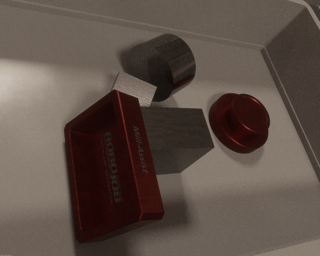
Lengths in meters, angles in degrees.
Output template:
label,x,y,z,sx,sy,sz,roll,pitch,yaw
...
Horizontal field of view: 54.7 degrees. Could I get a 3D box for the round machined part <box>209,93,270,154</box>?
label,x,y,z,sx,sy,sz,roll,pitch,yaw
round machined part,0.128,-0.014,0.474,0.099,0.042,0.098,14,56,-21

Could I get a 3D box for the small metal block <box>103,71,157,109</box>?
label,x,y,z,sx,sy,sz,roll,pitch,yaw
small metal block,-0.038,-0.038,0.396,0.050,0.025,0.050,22,84,-15

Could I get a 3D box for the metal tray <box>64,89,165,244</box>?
label,x,y,z,sx,sy,sz,roll,pitch,yaw
metal tray,-0.052,0.038,0.310,0.030,0.090,0.130,17,51,-49

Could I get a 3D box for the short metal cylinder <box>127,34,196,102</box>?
label,x,y,z,sx,sy,sz,roll,pitch,yaw
short metal cylinder,0.001,-0.082,0.423,0.080,0.080,0.050,49,51,6

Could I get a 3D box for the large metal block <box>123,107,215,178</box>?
label,x,y,z,sx,sy,sz,roll,pitch,yaw
large metal block,0.002,0.018,0.362,0.081,0.080,0.050,0,62,-29
